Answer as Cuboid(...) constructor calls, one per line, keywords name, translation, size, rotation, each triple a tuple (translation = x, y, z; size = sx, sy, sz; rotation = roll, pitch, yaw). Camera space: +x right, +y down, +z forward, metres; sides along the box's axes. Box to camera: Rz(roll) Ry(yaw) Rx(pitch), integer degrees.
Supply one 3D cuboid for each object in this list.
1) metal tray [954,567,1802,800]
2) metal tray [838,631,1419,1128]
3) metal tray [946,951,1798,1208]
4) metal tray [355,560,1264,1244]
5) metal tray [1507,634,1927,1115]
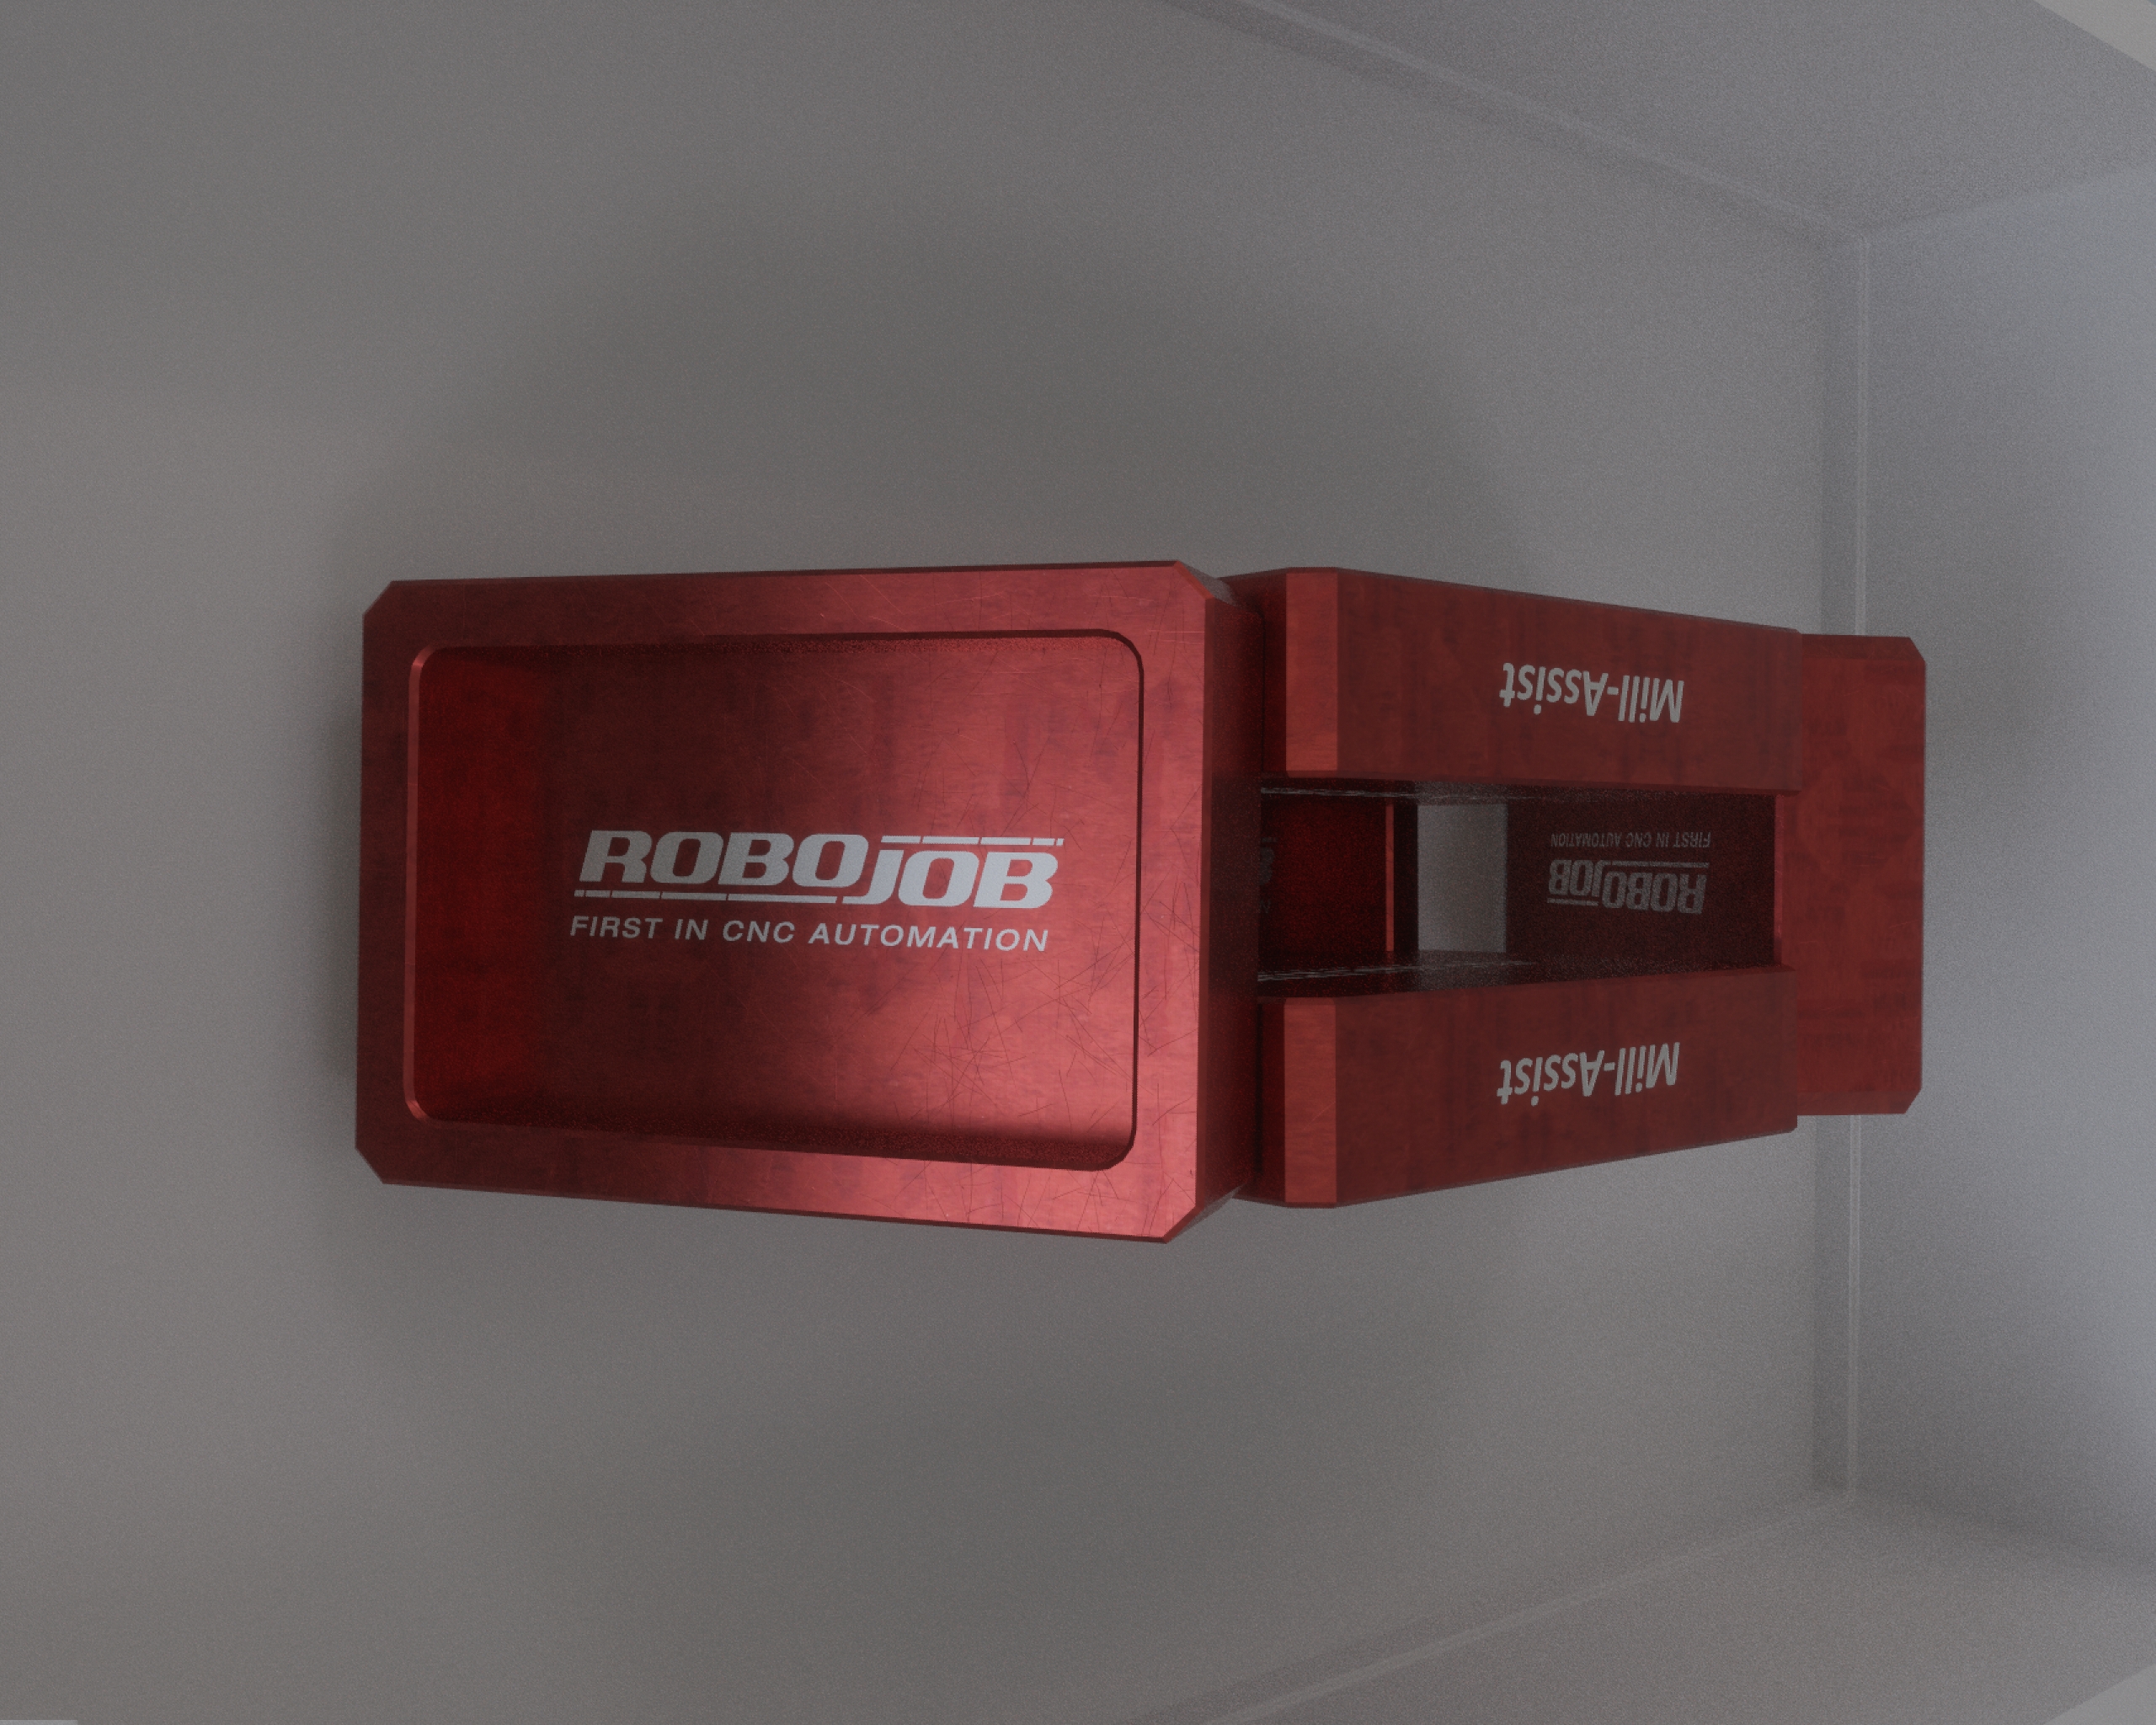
Cuboid(name="metal tray", translation=(0.054, -0.027, 0.367), size=(0.131, 0.090, 0.030), rotation=(0, 90, -40))
Cuboid(name="metal tray", translation=(0.014, 0.003, 0.413), size=(0.131, 0.030, 0.089), rotation=(-1, 91, -41))
Cuboid(name="metal tray", translation=(0.053, 0.034, 0.367), size=(0.131, 0.090, 0.030), rotation=(0, 90, -40))
Cuboid(name="metal tray", translation=(-0.041, 0.004, 0.304), size=(0.030, 0.130, 0.089), rotation=(0, 91, -72))
Cuboid(name="metal tray", translation=(0.131, 0.002, 0.447), size=(0.030, 0.130, 0.089), rotation=(1, 90, -10))
